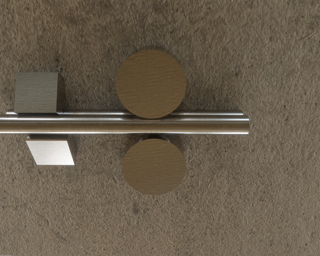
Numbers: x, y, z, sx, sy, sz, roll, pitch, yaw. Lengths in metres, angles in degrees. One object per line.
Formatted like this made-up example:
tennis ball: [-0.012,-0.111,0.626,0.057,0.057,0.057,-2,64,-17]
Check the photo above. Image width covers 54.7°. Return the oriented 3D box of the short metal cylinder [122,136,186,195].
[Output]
short metal cylinder: [-0.007,0.042,0.413,0.081,0.050,0.079,0,110,0]

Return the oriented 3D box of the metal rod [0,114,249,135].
metal rod: [-0.044,-0.004,0.383,0.302,0.025,0.025,0,110,0]

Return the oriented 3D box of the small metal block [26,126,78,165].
small metal block: [-0.140,0.024,0.408,0.050,0.025,0.050,0,137,-1]

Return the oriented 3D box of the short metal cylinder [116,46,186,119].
short metal cylinder: [-0.010,-0.057,0.376,0.081,0.050,0.079,0,110,0]

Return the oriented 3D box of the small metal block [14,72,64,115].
small metal block: [-0.149,-0.041,0.384,0.050,0.025,0.050,0,83,0]

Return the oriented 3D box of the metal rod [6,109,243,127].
metal rod: [-0.045,-0.012,0.406,0.302,0.025,0.025,0,110,-1]
